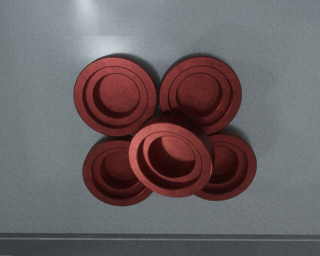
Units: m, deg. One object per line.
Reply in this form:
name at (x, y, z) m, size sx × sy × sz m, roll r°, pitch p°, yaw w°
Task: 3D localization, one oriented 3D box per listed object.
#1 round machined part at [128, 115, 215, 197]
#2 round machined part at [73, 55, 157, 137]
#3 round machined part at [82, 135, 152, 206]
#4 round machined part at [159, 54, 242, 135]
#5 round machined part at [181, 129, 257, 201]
round machined part at (0.016, 0.030, 0.366) m, size 0.098 × 0.042 × 0.097 m, roll 8°, pitch 116°, yaw 16°
round machined part at (-0.053, -0.042, 0.384) m, size 0.099 × 0.042 × 0.097 m, roll 0°, pitch 110°, yaw -1°
round machined part at (-0.051, 0.053, 0.419) m, size 0.099 × 0.042 × 0.097 m, roll 0°, pitch 110°, yaw -1°
round machined part at (0.048, -0.043, 0.385) m, size 0.099 × 0.042 × 0.097 m, roll 0°, pitch 110°, yaw -1°
round machined part at (0.076, 0.046, 0.418) m, size 0.099 × 0.042 × 0.097 m, roll 0°, pitch 110°, yaw -1°
